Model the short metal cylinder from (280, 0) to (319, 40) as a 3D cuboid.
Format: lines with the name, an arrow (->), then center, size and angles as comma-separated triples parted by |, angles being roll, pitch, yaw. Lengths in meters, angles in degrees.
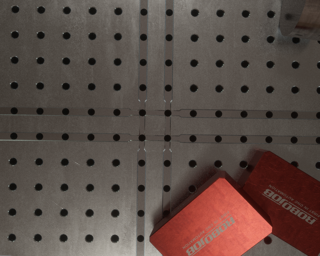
short metal cylinder -> 0.191, -0.153, 0.388 | 0.050, 0.080, 0.080 | 8, 90, -1

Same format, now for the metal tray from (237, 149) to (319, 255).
metal tray -> 0.169, 0.099, 0.413 | 0.130, 0.030, 0.090 | 32, 90, -1

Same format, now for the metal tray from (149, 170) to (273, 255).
metal tray -> 0.063, 0.129, 0.394 | 0.130, 0.030, 0.090 | -44, 88, 14
